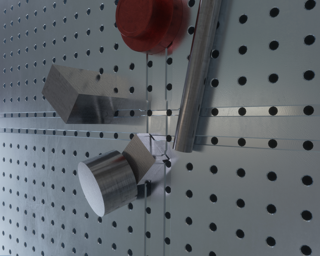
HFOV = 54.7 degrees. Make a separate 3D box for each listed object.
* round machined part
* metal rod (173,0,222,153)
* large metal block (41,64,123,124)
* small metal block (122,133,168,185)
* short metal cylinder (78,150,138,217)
[{"bbox_3d":[-0.022,-0.152,0.416,0.098,0.042,0.097,0,90,40],"label":"round machined part"},{"bbox_3d":[0.054,-0.118,0.364,0.025,0.025,0.298,17,101,39],"label":"metal rod"},{"bbox_3d":[-0.118,-0.050,0.471,0.080,0.081,0.050,44,117,31],"label":"large metal block"},{"bbox_3d":[-0.024,0.043,0.429,0.050,0.025,0.050,51,120,27],"label":"small metal block"},{"bbox_3d":[-0.075,0.077,0.436,0.080,0.050,0.079,33,134,44],"label":"short metal cylinder"}]
